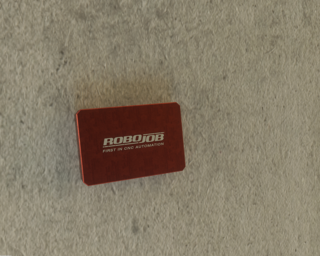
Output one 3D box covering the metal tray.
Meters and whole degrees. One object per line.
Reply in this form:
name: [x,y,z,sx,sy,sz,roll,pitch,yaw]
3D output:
metal tray: [-0.036,0.017,0.393,0.131,0.030,0.090,-6,92,-20]
